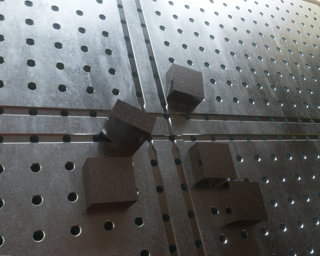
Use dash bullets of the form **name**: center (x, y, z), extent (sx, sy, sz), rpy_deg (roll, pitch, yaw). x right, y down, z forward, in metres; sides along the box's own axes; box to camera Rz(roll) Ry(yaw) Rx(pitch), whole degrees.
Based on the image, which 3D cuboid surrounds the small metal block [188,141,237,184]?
- **small metal block**: center (0.070, 0.047, 0.416), extent (0.050, 0.025, 0.050), rpy_deg (6, 59, -25)

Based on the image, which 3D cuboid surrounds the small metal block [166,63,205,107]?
- **small metal block**: center (0.037, -0.064, 0.467), extent (0.050, 0.025, 0.050), rpy_deg (13, 56, -21)

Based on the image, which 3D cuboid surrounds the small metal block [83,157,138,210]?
- **small metal block**: center (-0.055, 0.060, 0.341), extent (0.050, 0.025, 0.050), rpy_deg (2, 61, -27)

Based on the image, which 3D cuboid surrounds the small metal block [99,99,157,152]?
- **small metal block**: center (-0.039, -0.002, 0.372), extent (0.050, 0.050, 0.025), rpy_deg (26, 53, -12)

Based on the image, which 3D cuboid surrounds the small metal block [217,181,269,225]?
- **small metal block**: center (0.108, 0.098, 0.406), extent (0.050, 0.025, 0.050), rpy_deg (7, 59, -25)
